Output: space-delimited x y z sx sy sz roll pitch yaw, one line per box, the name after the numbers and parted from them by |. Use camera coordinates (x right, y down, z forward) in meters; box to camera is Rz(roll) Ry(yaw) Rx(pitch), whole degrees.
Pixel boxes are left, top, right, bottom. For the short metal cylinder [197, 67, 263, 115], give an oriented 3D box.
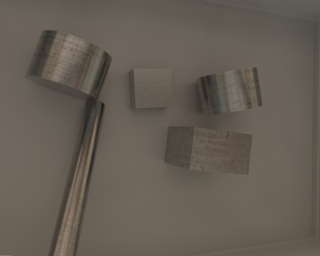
0.093 -0.049 0.417 0.081 0.080 0.050 -11 94 -20 | short metal cylinder

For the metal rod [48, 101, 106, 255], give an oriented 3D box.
-0.089 0.097 0.301 0.025 0.025 0.300 18 54 -20 | metal rod

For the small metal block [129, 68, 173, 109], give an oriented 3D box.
-0.012 -0.051 0.407 0.050 0.025 0.050 -4 91 -20 | small metal block

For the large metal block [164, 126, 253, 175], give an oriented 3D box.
0.060 0.028 0.405 0.081 0.080 0.050 8 88 -20 | large metal block

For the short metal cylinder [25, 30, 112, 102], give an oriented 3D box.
-0.100 -0.066 0.345 0.081 0.080 0.050 19 84 -20 | short metal cylinder
